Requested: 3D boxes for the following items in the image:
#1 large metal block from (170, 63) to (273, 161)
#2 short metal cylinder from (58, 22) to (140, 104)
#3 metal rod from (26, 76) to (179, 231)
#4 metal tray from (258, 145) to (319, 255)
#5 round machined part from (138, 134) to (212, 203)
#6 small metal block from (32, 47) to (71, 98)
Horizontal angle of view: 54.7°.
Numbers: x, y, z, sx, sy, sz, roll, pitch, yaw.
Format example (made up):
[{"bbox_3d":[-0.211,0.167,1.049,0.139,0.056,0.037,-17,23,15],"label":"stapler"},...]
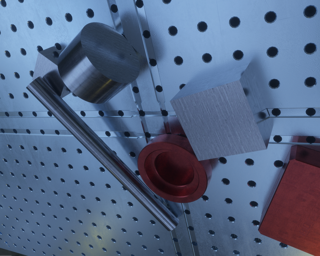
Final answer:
[{"bbox_3d":[0.071,-0.016,0.348,0.080,0.050,0.080,-15,111,33],"label":"large metal block"},{"bbox_3d":[-0.071,-0.075,0.365,0.050,0.080,0.080,-31,101,38],"label":"short metal cylinder"},{"bbox_3d":[-0.076,0.046,0.459,0.025,0.025,0.300,-31,107,37],"label":"metal rod"},{"bbox_3d":[0.181,0.092,0.369,0.090,0.030,0.129,19,126,16],"label":"metal tray"},{"bbox_3d":[0.023,0.050,0.418,0.098,0.042,0.097,13,124,20],"label":"round machined part"},{"bbox_3d":[-0.148,-0.077,0.439,0.050,0.025,0.050,36,129,4],"label":"small metal block"}]
